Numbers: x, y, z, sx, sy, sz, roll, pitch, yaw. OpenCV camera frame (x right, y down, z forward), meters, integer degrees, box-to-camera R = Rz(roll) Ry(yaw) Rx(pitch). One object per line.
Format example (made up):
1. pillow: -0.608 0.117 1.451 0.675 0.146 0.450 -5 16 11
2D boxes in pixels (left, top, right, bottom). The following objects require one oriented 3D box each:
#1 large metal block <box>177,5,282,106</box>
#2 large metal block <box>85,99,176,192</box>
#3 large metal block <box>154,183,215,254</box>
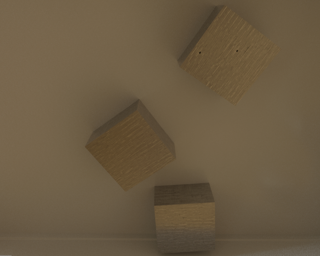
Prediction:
1. large metal block: 0.078 -0.086 0.367 0.080 0.050 0.080 33 107 -12
2. large metal block: -0.036 0.022 0.406 0.080 0.050 0.080 -34 107 11
3. large metal block: 0.035 0.129 0.446 0.081 0.050 0.079 -4 110 1
